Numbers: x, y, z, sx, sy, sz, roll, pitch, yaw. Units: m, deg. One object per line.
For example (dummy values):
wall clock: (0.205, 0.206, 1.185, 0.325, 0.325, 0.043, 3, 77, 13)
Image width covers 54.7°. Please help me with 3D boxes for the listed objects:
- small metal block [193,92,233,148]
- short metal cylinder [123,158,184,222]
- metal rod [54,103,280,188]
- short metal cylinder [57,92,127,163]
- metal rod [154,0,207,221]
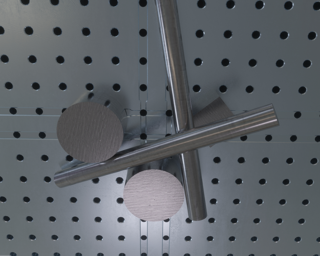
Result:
small metal block: (0.071, -0.011, 0.410, 0.050, 0.025, 0.050, -37, 106, 12)
short metal cylinder: (-0.008, 0.081, 0.430, 0.081, 0.050, 0.079, 0, 110, 0)
metal rod: (-0.010, 0.029, 0.381, 0.300, 0.025, 0.025, -18, 110, 23)
short metal cylinder: (-0.085, -0.002, 0.399, 0.081, 0.050, 0.079, 0, 110, 0)
metal rod: (0.026, -0.027, 0.381, 0.025, 0.025, 0.298, -9, 102, 3)
